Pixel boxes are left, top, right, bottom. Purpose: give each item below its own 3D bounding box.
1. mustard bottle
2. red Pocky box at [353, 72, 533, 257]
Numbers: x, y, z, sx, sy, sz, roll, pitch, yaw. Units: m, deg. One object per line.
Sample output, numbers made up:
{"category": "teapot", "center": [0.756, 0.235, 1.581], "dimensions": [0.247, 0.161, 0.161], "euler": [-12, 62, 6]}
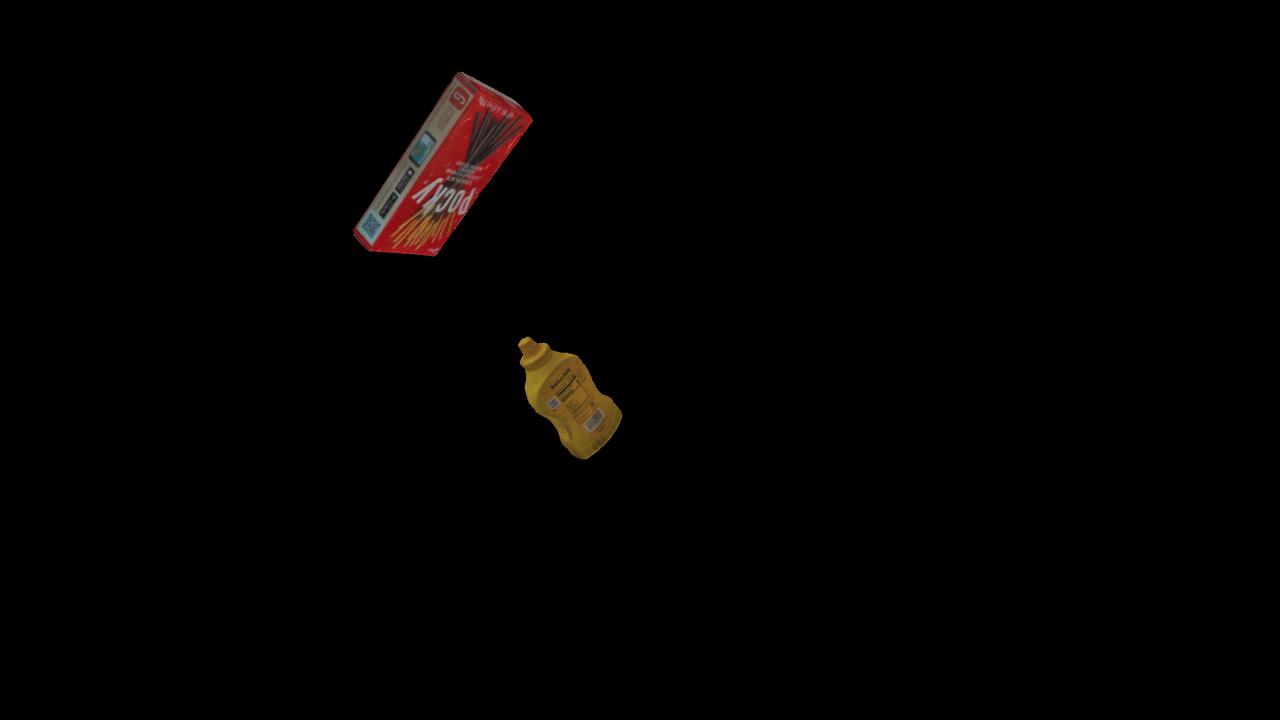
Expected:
{"category": "mustard bottle", "center": [-0.100, 0.041, 0.808], "dimensions": [0.092, 0.184, 0.054], "euler": [-46, 32, -18]}
{"category": "red Pocky box", "center": [-0.157, -0.149, 0.495], "dimensions": [0.155, 0.028, 0.083], "euler": [-47, -8, 19]}
